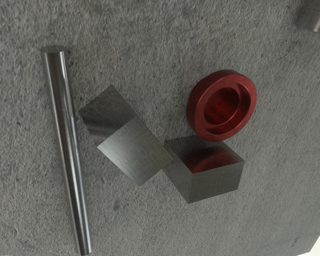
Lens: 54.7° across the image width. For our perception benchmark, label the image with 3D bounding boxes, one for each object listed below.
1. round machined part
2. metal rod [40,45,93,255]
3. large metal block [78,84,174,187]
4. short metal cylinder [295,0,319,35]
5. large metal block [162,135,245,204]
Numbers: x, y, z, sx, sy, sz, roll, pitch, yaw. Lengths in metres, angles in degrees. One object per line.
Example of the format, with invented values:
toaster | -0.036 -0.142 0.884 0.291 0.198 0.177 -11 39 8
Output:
round machined part | 0.078 -0.033 0.420 0.099 0.042 0.097 -14 125 -21
metal rod | -0.108 0.050 0.379 0.025 0.025 0.298 -13 124 -22
large metal block | -0.040 0.008 0.356 0.050 0.080 0.080 -39 130 -2
short metal cylinder | 0.229 -0.147 0.408 0.081 0.080 0.050 4 116 -31
large metal block | 0.058 0.052 0.437 0.081 0.080 0.050 -10 123 -24
